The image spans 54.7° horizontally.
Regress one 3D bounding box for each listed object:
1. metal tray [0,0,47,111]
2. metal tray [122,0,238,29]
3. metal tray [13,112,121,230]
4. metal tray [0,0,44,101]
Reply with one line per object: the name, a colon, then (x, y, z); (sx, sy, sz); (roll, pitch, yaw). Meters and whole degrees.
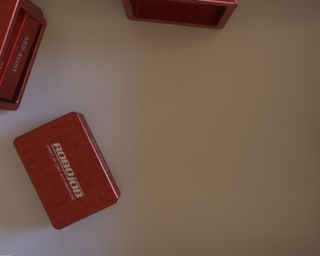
metal tray: (-0.186, -0.088, 0.376); (0.030, 0.090, 0.129); (19, 90, -2)
metal tray: (0.022, -0.155, 0.378); (0.131, 0.090, 0.030); (6, 90, 0)
metal tray: (-0.120, 0.054, 0.408); (0.090, 0.030, 0.129); (-26, 90, 0)
metal tray: (-0.217, -0.109, 0.398); (0.090, 0.030, 0.129); (21, 90, 11)
